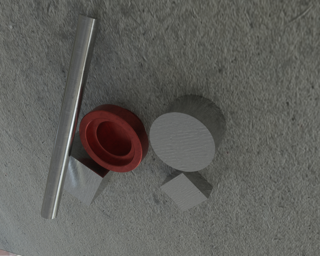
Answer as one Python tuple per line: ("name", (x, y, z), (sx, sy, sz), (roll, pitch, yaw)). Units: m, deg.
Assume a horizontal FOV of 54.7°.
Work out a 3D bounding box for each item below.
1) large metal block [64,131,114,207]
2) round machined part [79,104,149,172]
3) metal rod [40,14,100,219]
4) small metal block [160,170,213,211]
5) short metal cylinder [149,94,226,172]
("large metal block", (-0.120, 0.064, 0.492), (0.080, 0.050, 0.079), (34, 129, 5))
("round machined part", (-0.059, 0.010, 0.432), (0.098, 0.042, 0.097), (13, 124, 20))
("metal rod", (-0.127, -0.001, 0.422), (0.025, 0.025, 0.298), (23, 112, 13))
("small metal block", (0.037, 0.084, 0.438), (0.050, 0.025, 0.050), (46, 129, -5))
("short metal cylinder", (0.034, 0.006, 0.375), (0.080, 0.050, 0.079), (13, 124, 20))
